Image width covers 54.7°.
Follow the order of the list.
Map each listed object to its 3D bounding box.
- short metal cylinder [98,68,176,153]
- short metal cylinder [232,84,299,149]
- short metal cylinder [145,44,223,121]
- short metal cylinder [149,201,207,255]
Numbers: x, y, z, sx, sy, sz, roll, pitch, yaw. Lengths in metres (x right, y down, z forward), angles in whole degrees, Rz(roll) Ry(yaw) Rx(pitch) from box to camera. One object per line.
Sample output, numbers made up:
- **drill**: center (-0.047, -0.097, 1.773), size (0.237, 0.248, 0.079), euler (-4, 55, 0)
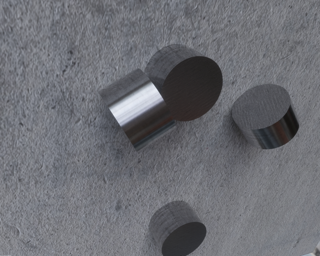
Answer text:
- **short metal cylinder**: center (-0.026, -0.019, 0.345), size (0.050, 0.080, 0.080), euler (-33, 129, -7)
- **short metal cylinder**: center (0.151, -0.016, 0.443), size (0.080, 0.080, 0.050), euler (-42, 129, 0)
- **short metal cylinder**: center (0.027, -0.055, 0.371), size (0.081, 0.050, 0.079), euler (-14, 124, -21)
- **short metal cylinder**: center (0.029, 0.167, 0.510), size (0.081, 0.050, 0.079), euler (-14, 124, -21)
